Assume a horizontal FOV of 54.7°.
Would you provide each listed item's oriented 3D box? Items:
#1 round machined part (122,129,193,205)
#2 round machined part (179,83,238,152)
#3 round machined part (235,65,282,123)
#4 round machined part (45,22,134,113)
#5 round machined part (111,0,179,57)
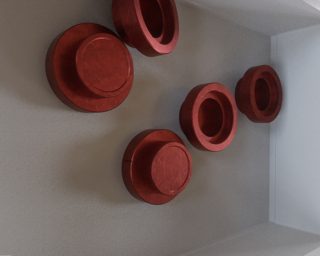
[{"bbox_3d":[0.003,0.050,0.398,0.099,0.042,0.097,0,90,-40],"label":"round machined part"},{"bbox_3d":[0.066,-0.015,0.451,0.099,0.042,0.097,0,90,-40],"label":"round machined part"},{"bbox_3d":[0.167,-0.057,0.535,0.099,0.042,0.097,0,90,-40],"label":"round machined part"},{"bbox_3d":[-0.068,-0.066,0.338,0.099,0.042,0.097,0,90,-40],"label":"round machined part"},{"bbox_3d":[-0.019,-0.133,0.366,0.098,0.042,0.097,13,74,-57],"label":"round machined part"}]
